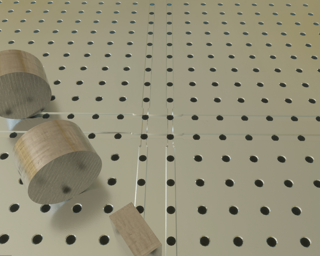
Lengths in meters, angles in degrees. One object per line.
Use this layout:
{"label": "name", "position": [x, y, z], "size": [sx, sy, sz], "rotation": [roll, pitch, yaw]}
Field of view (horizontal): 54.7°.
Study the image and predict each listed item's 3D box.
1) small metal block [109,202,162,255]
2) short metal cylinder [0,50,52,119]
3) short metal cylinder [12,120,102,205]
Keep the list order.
{"label": "small metal block", "position": [-0.023, 0.108, 0.300], "size": [0.025, 0.050, 0.050], "rotation": [-29, 56, -22]}
{"label": "short metal cylinder", "position": [-0.194, -0.058, 0.419], "size": [0.081, 0.080, 0.050], "rotation": [-19, 53, -15]}
{"label": "short metal cylinder", "position": [-0.112, 0.038, 0.339], "size": [0.081, 0.080, 0.050], "rotation": [-27, 55, -21]}
